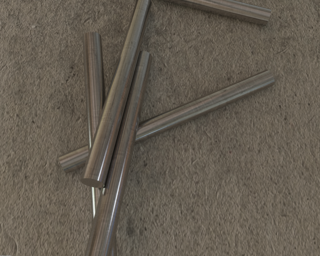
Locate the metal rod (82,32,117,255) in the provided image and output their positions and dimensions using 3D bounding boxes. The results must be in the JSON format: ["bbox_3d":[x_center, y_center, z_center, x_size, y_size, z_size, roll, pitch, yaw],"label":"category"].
[{"bbox_3d":[-0.074,0.019,0.373,0.025,0.025,0.299,-6,73,-2],"label":"metal rod"}]

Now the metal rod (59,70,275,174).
[{"bbox_3d":[0.016,-0.012,0.412,0.302,0.025,0.025,-23,72,-9],"label":"metal rod"}]

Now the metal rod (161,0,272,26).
[{"bbox_3d":[0.020,-0.209,0.484,0.301,0.025,0.025,16,71,5],"label":"metal rod"}]

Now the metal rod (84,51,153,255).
[{"bbox_3d":[-0.044,0.022,0.365,0.025,0.025,0.300,8,57,3],"label":"metal rod"}]

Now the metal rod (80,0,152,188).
[{"bbox_3d":[-0.047,-0.068,0.400,0.025,0.025,0.300,8,58,3],"label":"metal rod"}]
